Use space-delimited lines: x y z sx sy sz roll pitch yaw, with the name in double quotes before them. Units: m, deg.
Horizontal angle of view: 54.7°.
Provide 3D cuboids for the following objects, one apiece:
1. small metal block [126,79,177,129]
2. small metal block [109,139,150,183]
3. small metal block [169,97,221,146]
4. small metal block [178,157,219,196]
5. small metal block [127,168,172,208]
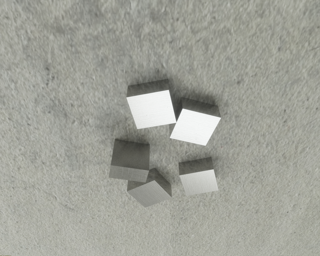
"small metal block" -0.009 -0.029 0.382 0.050 0.025 0.050 -9 130 7
"small metal block" -0.042 0.045 0.429 0.050 0.050 0.025 9 129 -8
"small metal block" 0.044 -0.008 0.401 0.050 0.025 0.050 13 129 -12
"small metal block" 0.059 0.074 0.472 0.050 0.025 0.050 -12 129 9
"small metal block" -0.016 0.095 0.488 0.050 0.025 0.050 -26 126 19
